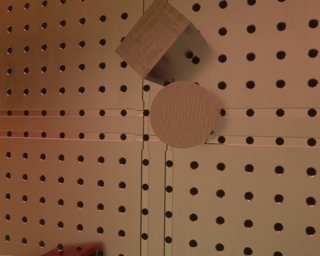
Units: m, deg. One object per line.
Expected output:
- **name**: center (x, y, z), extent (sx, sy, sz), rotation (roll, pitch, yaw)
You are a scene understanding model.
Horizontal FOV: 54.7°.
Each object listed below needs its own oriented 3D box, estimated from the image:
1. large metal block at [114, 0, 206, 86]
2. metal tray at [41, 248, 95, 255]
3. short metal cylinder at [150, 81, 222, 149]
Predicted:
- **large metal block**: center (0.004, -0.101, 0.382), extent (0.050, 0.080, 0.080), rotation (45, 104, 14)
- **metal tray**: center (-0.132, 0.250, 0.456), extent (0.090, 0.030, 0.129), rotation (-13, 86, 19)
- **short metal cylinder**: center (0.034, -0.016, 0.387), extent (0.080, 0.050, 0.079), rotation (0, 90, 20)
